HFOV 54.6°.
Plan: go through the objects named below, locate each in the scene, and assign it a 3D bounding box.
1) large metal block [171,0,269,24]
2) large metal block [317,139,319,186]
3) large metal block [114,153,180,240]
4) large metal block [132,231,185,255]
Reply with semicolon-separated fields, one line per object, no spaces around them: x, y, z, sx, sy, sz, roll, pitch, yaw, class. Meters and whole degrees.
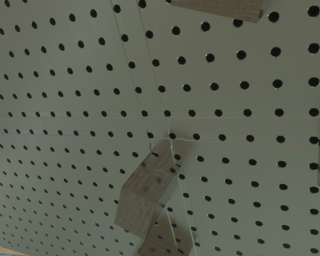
0.061;-0.146;0.273;0.080;0.050;0.079;19;126;17;large metal block
0.202;0.041;0.294;0.080;0.080;0.050;38;129;3;large metal block
-0.018;0.097;0.446;0.050;0.080;0.079;25;127;13;large metal block
-0.010;0.243;0.551;0.080;0.050;0.080;34;129;5;large metal block
